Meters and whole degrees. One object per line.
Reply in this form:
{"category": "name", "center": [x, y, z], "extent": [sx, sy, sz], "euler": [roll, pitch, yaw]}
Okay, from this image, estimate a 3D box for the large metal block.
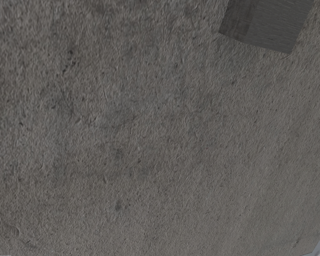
{"category": "large metal block", "center": [0.129, -0.141, 0.374], "extent": [0.081, 0.050, 0.079], "euler": [3, 117, -30]}
